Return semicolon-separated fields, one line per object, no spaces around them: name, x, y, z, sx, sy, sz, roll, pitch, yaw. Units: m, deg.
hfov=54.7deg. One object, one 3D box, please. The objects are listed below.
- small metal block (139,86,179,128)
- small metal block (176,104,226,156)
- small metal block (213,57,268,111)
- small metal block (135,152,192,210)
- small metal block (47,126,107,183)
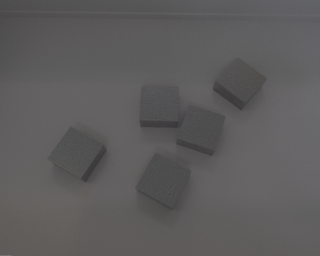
small metal block;-0.001;-0.028;0.420;0.050;0.025;0.050;1;70;0
small metal block;0.054;0.003;0.409;0.050;0.025;0.050;19;71;6
small metal block;0.111;-0.062;0.433;0.050;0.025;0.050;40;75;13
small metal block;0.005;0.066;0.385;0.050;0.025;0.050;27;72;9
small metal block;-0.105;0.034;0.396;0.050;0.025;0.050;28;72;10
